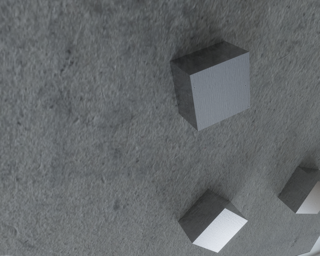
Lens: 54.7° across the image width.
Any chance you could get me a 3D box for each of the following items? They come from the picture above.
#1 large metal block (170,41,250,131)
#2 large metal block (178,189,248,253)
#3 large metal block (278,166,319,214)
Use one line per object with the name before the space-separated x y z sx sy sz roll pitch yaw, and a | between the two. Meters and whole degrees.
large metal block | 0.066 -0.054 0.395 0.081 0.050 0.080 -24 127 -14
large metal block | 0.094 0.165 0.547 0.080 0.050 0.080 -49 129 6
large metal block | 0.307 0.130 0.643 0.081 0.050 0.079 11 113 -34
